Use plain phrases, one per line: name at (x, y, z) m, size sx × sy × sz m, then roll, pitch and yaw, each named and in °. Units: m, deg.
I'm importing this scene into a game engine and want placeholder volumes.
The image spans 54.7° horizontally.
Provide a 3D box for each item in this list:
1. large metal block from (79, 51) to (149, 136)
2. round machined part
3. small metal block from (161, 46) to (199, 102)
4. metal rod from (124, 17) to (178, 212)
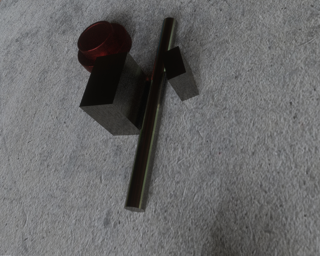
large metal block at (-0.054, -0.044, 0.422) m, size 0.050 × 0.080 × 0.080 m, roll -3°, pitch 61°, yaw 27°
round machined part at (-0.102, -0.145, 0.533) m, size 0.098 × 0.042 × 0.098 m, roll -13°, pitch 56°, yaw 20°
small metal block at (0.027, -0.072, 0.417) m, size 0.025 × 0.050 × 0.050 m, roll -22°, pitch 54°, yaw 15°
metal rod at (-0.006, -0.036, 0.428) m, size 0.025 × 0.025 × 0.299 m, roll -4°, pitch 60°, yaw 26°
